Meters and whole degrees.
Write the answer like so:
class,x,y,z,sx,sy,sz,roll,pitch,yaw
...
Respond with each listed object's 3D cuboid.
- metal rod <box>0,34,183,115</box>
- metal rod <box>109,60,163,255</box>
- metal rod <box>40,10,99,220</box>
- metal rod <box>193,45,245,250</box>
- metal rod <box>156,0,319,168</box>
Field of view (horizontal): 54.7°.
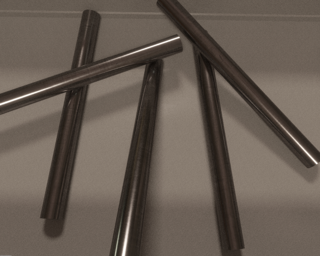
class,x,y,z,sx,sy,sz,roll,pitch,yaw
metal rod,-0.113,-0.063,0.403,0.302,0.025,0.025,-21,72,-8
metal rod,-0.019,0.015,0.341,0.025,0.025,0.300,5,46,1
metal rod,-0.117,-0.031,0.419,0.025,0.025,0.299,5,70,1
metal rod,0.072,0.001,0.410,0.025,0.025,0.299,-5,70,-2
metal rod,0.102,-0.069,0.416,0.025,0.025,0.300,-39,82,-13
